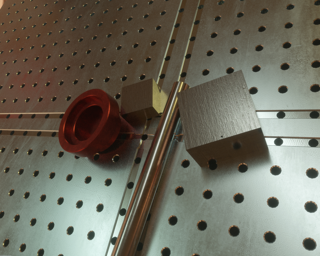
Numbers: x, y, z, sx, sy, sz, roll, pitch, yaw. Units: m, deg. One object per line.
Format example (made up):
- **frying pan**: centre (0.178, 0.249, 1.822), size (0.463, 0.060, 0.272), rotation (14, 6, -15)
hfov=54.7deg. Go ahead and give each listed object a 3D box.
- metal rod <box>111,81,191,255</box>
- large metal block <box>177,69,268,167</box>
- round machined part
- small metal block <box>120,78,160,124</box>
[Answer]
- **metal rod**: centre (-0.017, 0.074, 0.371), size (0.025, 0.025, 0.300), rotation (6, 64, 31)
- **large metal block**: centre (0.071, -0.010, 0.361), size (0.080, 0.050, 0.080), rotation (-18, 55, 17)
- **round machined part**: centre (-0.095, -0.004, 0.443), size (0.098, 0.042, 0.098), rotation (-18, 56, 29)
- **small metal block**: centre (-0.028, -0.039, 0.447), size (0.050, 0.025, 0.050), rotation (-14, 56, 20)
